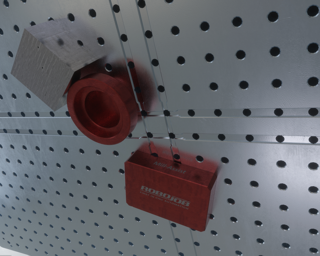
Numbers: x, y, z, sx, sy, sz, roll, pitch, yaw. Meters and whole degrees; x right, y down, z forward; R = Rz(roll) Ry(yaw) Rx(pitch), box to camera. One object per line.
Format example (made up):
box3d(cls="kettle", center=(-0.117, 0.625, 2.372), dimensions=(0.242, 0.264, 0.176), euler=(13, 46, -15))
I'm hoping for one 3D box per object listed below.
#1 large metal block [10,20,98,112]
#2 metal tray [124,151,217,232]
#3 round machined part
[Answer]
box3d(cls="large metal block", center=(-0.144, -0.084, 0.419), dimensions=(0.080, 0.050, 0.080), euler=(41, 129, 0))
box3d(cls="metal tray", center=(0.012, 0.093, 0.459), dimensions=(0.130, 0.030, 0.089), euler=(15, 125, 19))
box3d(cls="round machined part", center=(-0.073, -0.029, 0.421), dimensions=(0.098, 0.042, 0.097), euler=(13, 124, 21))
